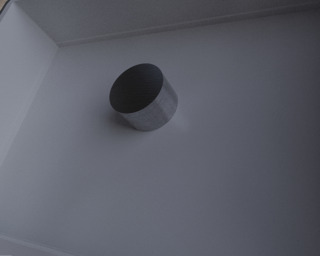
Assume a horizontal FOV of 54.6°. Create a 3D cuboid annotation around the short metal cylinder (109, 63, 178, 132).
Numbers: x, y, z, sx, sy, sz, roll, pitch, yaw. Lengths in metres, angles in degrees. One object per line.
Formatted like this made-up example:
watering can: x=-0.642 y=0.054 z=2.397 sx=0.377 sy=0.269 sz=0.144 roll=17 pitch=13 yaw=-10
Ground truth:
short metal cylinder: x=-0.022 y=-0.042 z=0.428 sx=0.080 sy=0.050 sz=0.080 roll=-13 pitch=56 yaw=21
